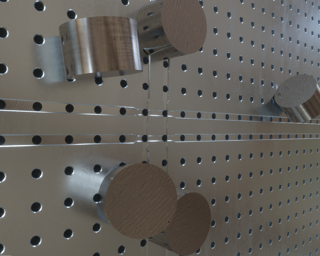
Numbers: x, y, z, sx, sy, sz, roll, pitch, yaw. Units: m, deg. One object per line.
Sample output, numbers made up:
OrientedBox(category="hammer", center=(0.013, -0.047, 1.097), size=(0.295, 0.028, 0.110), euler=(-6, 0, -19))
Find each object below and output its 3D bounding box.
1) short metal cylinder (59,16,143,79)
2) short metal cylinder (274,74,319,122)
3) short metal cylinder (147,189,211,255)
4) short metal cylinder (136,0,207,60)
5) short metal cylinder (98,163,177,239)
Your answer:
OrientedBox(category="short metal cylinder", center=(-0.061, -0.081, 0.324), size=(0.081, 0.080, 0.050), euler=(-11, 98, -40))
OrientedBox(category="short metal cylinder", center=(0.275, -0.058, 0.608), size=(0.050, 0.080, 0.080), euler=(41, 65, -33))
OrientedBox(category="short metal cylinder", center=(0.023, 0.122, 0.414), size=(0.081, 0.050, 0.079), euler=(0, 91, -40))
OrientedBox(category="short metal cylinder", center=(0.016, -0.134, 0.408), size=(0.081, 0.050, 0.079), euler=(0, 90, -40))
OrientedBox(category="short metal cylinder", center=(-0.027, 0.081, 0.355), size=(0.081, 0.050, 0.080), euler=(3, 81, -20))
